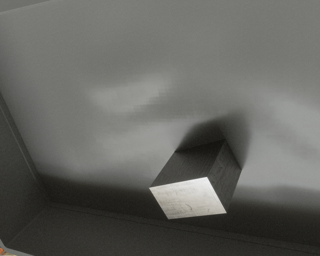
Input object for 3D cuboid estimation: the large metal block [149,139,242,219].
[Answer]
[{"bbox_3d":[0.047,0.064,0.387,0.080,0.080,0.050,-18,109,35],"label":"large metal block"}]
